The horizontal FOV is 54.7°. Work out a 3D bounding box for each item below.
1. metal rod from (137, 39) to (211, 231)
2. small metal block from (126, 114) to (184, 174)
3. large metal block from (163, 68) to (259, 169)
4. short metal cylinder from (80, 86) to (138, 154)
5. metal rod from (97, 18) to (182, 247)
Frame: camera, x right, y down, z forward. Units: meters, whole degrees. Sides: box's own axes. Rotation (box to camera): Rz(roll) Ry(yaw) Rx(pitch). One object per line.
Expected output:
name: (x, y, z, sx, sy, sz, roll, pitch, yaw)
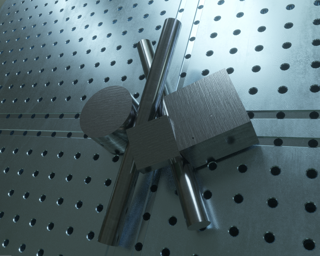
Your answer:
metal rod: (0.008, -0.015, 0.409, 0.025, 0.025, 0.299, -25, 53, 13)
small metal block: (-0.006, 0.019, 0.354, 0.050, 0.025, 0.050, -20, 69, 6)
large metal block: (0.058, -0.011, 0.363, 0.080, 0.050, 0.080, -24, 53, 13)
short metal cylinder: (-0.062, -0.011, 0.427, 0.080, 0.050, 0.080, -13, 57, 20)
metal rod: (-0.021, -0.007, 0.393, 0.025, 0.025, 0.299, 7, 73, 31)
